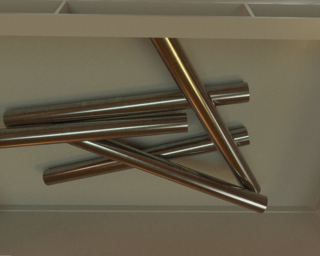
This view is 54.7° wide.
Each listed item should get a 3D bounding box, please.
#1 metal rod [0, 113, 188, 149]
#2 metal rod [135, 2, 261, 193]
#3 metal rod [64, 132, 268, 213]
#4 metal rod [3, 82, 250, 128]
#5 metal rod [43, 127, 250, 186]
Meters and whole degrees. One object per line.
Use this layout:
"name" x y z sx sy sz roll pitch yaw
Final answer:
"metal rod" -0.117 0.006 0.384 0.302 0.025 0.025 -5 130 -1
"metal rod" 0.061 -0.008 0.367 0.025 0.025 0.300 -23 127 18
"metal rod" 0.001 0.053 0.418 0.302 0.025 0.025 20 128 -3
"metal rod" -0.044 -0.027 0.385 0.302 0.025 0.025 -6 130 5
"metal rod" -0.026 0.043 0.444 0.301 0.025 0.025 -13 129 10
